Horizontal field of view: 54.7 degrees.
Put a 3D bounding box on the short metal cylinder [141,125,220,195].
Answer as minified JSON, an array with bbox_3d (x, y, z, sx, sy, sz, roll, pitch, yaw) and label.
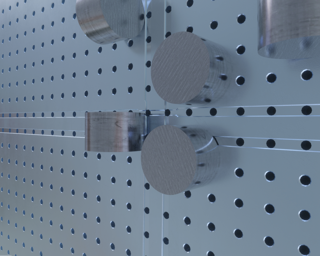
[{"bbox_3d":[0.024,0.036,0.372,0.080,0.050,0.079,0,90,39],"label":"short metal cylinder"}]

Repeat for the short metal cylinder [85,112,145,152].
[{"bbox_3d":[-0.061,0.005,0.422,0.080,0.081,0.050,1,91,39],"label":"short metal cylinder"}]

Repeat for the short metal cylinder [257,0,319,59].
[{"bbox_3d":[0.127,-0.093,0.268,0.080,0.081,0.050,-1,90,39],"label":"short metal cylinder"}]

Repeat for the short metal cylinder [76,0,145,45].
[{"bbox_3d":[-0.067,-0.160,0.427,0.050,0.081,0.079,0,90,40],"label":"short metal cylinder"}]

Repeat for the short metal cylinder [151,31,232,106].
[{"bbox_3d":[0.036,-0.067,0.362,0.080,0.050,0.079,0,90,39],"label":"short metal cylinder"}]
